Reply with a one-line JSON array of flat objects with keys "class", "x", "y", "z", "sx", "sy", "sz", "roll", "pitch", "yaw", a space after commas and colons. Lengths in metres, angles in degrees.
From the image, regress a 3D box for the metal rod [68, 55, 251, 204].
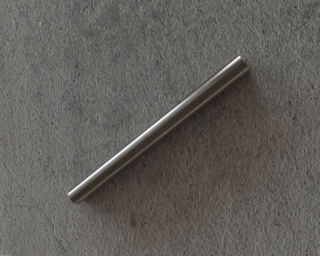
[{"class": "metal rod", "x": -0.011, "y": 0.011, "z": 0.414, "sx": 0.300, "sy": 0.025, "sz": 0.025, "roll": -38, "pitch": 78, "yaw": 15}]
